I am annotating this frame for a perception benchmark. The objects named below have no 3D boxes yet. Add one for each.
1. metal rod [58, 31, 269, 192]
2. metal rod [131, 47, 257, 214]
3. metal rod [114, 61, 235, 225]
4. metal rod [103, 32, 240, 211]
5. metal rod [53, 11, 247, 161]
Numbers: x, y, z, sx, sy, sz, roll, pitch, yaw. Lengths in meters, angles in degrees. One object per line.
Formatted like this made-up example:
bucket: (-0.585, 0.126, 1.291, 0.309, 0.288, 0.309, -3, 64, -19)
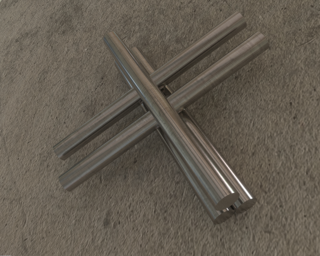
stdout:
metal rod: (0.002, -0.018, 0.382, 0.300, 0.025, 0.025, -36, 51, 3)
metal rod: (0.023, -0.020, 0.404, 0.025, 0.025, 0.300, -36, 51, 4)
metal rod: (0.002, -0.008, 0.408, 0.025, 0.025, 0.300, -36, 51, 4)
metal rod: (-0.006, -0.033, 0.363, 0.025, 0.025, 0.300, -37, 51, 3)
metal rod: (-0.016, -0.054, 0.413, 0.300, 0.025, 0.025, -36, 51, 3)
